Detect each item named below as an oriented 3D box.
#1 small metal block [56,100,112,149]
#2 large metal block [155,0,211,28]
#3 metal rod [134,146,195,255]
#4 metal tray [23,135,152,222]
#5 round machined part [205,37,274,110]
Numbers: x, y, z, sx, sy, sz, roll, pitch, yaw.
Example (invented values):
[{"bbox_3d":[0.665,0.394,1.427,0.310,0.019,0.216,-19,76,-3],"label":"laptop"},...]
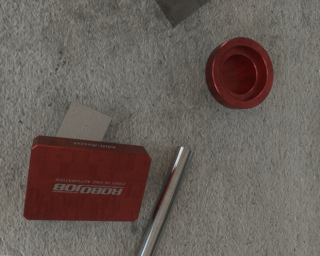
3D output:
[{"bbox_3d":[-0.094,0.000,0.375,0.050,0.025,0.050,25,82,-19],"label":"small metal block"},{"bbox_3d":[0.027,-0.185,0.390,0.050,0.080,0.080,-41,103,-15],"label":"large metal block"},{"bbox_3d":[-0.020,0.166,0.402,0.025,0.025,0.299,25,82,-19],"label":"metal rod"},{"bbox_3d":[-0.083,0.062,0.362,0.131,0.030,0.089,7,106,-20],"label":"metal tray"},{"bbox_3d":[0.108,-0.075,0.440,0.099,0.042,0.097,0,90,-20],"label":"round machined part"}]
